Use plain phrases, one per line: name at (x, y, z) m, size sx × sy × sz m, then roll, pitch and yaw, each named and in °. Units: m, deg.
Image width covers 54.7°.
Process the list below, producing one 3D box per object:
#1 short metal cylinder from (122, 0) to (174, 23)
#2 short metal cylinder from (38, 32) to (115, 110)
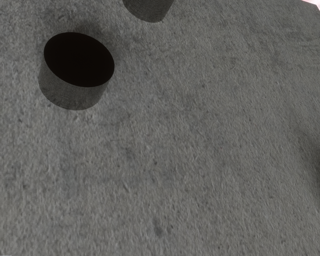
short metal cylinder at (-0.017, -0.224, 0.517) m, size 0.081 × 0.050 × 0.080 m, roll 14°, pitch 56°, yaw -21°
short metal cylinder at (-0.102, -0.068, 0.376) m, size 0.081 × 0.050 × 0.080 m, roll 14°, pitch 56°, yaw -21°
